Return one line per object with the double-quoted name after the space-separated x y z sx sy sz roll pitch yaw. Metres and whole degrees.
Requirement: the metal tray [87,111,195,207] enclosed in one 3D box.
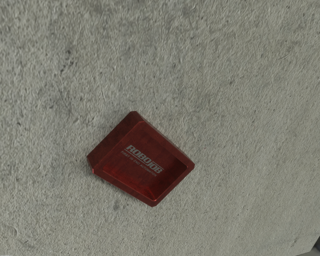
-0.022 0.047 0.424 0.090 0.030 0.130 -46 130 3 "metal tray"
